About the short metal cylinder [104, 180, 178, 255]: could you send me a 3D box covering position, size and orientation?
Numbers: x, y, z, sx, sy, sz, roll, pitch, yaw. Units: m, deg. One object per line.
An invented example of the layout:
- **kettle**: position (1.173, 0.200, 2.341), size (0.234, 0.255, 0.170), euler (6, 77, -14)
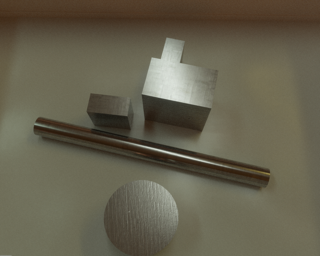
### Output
- **short metal cylinder**: position (-0.020, 0.104, 0.358), size (0.081, 0.050, 0.080), euler (0, 70, 0)

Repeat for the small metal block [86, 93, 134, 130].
- **small metal block**: position (-0.063, -0.020, 0.403), size (0.050, 0.050, 0.025), euler (7, 70, 2)

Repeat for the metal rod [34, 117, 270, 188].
- **metal rod**: position (-0.013, 0.030, 0.398), size (0.302, 0.025, 0.025), euler (13, 71, 4)

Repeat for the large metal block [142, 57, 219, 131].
- **large metal block**: position (0.024, -0.040, 0.395), size (0.080, 0.080, 0.050), euler (12, 71, 4)

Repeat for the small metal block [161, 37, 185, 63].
- **small metal block**: position (0.015, -0.087, 0.429), size (0.025, 0.050, 0.050), euler (12, 71, 4)
